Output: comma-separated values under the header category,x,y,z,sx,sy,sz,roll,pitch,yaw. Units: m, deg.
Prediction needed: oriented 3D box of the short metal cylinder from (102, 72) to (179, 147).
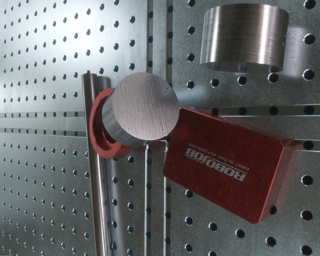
category,x,y,z,sx,sy,sz,roll,pitch,yaw
short metal cylinder,-0.024,-0.020,0.371,0.050,0.081,0.080,151,110,-64

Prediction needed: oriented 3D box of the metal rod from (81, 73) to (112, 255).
category,x,y,z,sx,sy,sz,roll,pitch,yaw
metal rod,-0.100,0.062,0.492,0.025,0.025,0.298,-10,84,39

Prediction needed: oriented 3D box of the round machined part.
category,x,y,z,sx,sy,sz,roll,pitch,yaw
round machined part,-0.058,-0.006,0.439,0.098,0.042,0.097,-5,83,49

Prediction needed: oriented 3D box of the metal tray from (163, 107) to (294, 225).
category,x,y,z,sx,sy,sz,roll,pitch,yaw
metal tray,0.069,0.036,0.349,0.130,0.030,0.089,22,104,37

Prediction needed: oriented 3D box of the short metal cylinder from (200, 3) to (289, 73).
category,x,y,z,sx,sy,sz,roll,pitch,yaw
short metal cylinder,0.082,-0.084,0.306,0.080,0.081,0.050,8,96,39
